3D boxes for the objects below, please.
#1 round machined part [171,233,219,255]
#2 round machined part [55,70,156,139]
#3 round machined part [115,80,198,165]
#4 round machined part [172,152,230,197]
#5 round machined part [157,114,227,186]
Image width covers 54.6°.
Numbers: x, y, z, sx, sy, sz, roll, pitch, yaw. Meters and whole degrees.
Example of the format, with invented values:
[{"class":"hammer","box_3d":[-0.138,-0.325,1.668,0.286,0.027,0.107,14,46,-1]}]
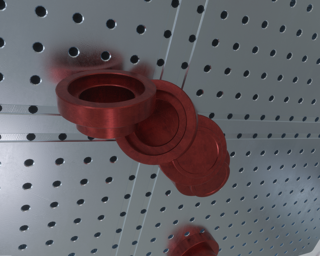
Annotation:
[{"class":"round machined part","box_3d":[0.073,0.252,0.595,0.099,0.042,0.097,-14,124,-21]},{"class":"round machined part","box_3d":[-0.054,-0.024,0.320,0.099,0.098,0.042,-10,123,-23]},{"class":"round machined part","box_3d":[-0.003,-0.006,0.371,0.098,0.098,0.042,-48,169,6]},{"class":"round machined part","box_3d":[0.068,0.067,0.478,0.099,0.042,0.097,-14,124,-21]},{"class":"round machined part","box_3d":[0.044,0.030,0.414,0.099,0.042,0.097,-1,93,-11]}]
